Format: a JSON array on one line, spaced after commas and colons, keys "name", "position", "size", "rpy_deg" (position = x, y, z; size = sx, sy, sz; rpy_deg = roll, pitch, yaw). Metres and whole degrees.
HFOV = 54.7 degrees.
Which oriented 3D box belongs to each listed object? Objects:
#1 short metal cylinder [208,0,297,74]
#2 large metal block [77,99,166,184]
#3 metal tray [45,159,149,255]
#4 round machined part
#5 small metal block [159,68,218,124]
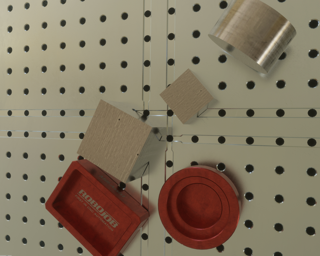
[{"name": "short metal cylinder", "position": [0.102, -0.104, 0.347], "size": [0.080, 0.080, 0.050], "rpy_deg": [38, 102, 16]}, {"name": "large metal block", "position": [-0.051, 0.016, 0.417], "size": [0.080, 0.050, 0.080], "rpy_deg": [29, 99, 17]}, {"name": "metal tray", "position": [-0.092, 0.117, 0.442], "size": [0.130, 0.030, 0.090], "rpy_deg": [38, 102, 16]}, {"name": "round machined part", "position": [0.051, 0.095, 0.386], "size": [0.098, 0.042, 0.097], "rpy_deg": [0, 90, 20]}, {"name": "small metal block", "position": [0.037, -0.040, 0.400], "size": [0.050, 0.025, 0.050], "rpy_deg": [-41, 77, 15]}]
